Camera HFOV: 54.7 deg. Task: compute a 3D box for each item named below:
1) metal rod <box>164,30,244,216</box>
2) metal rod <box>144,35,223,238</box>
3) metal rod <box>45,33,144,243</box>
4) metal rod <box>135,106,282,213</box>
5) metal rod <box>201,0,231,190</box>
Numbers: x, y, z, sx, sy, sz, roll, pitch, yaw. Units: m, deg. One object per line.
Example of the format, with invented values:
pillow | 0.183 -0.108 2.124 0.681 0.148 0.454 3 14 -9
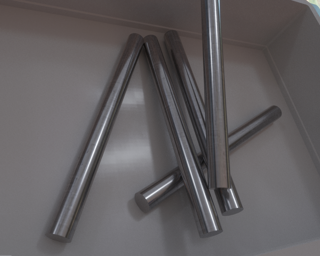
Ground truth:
metal rod | 0.050 -0.028 0.427 0.025 0.025 0.299 4 53 -26
metal rod | 0.019 -0.012 0.400 0.025 0.025 0.299 3 54 -27
metal rod | -0.066 -0.014 0.378 0.025 0.025 0.300 24 53 -14
metal rod | 0.087 0.028 0.435 0.302 0.025 0.025 -27 77 -37
metal rod | 0.066 -0.077 0.382 0.025 0.025 0.299 8 71 -24
